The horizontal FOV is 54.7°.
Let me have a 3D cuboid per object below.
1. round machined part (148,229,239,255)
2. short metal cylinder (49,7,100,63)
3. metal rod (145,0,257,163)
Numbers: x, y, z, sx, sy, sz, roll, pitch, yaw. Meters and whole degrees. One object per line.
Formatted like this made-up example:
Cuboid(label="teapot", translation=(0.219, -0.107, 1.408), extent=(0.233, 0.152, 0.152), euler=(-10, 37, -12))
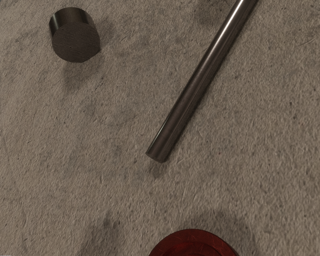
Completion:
Cuboid(label="round machined part", translation=(0.034, 0.147, 0.284), extent=(0.098, 0.042, 0.098), euler=(-13, 56, 20))
Cuboid(label="short metal cylinder", translation=(-0.151, -0.163, 0.545), extent=(0.080, 0.080, 0.050), euler=(-31, 52, 8))
Cuboid(label="metal rod", translation=(0.067, -0.087, 0.421), extent=(0.025, 0.025, 0.300), euler=(20, 72, 35))
